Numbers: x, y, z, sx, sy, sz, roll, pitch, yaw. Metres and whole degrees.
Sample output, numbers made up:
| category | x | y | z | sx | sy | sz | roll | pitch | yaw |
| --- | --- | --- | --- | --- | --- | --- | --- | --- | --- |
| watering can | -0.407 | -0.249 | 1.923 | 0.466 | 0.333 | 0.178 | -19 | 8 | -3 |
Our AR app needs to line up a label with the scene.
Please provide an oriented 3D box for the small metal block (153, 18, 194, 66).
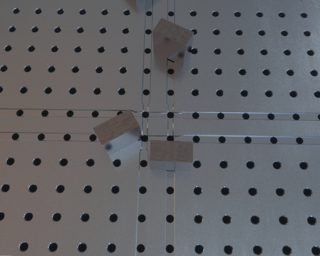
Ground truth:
| category | x | y | z | sx | sy | sz | roll | pitch | yaw |
| --- | --- | --- | --- | --- | --- | --- | --- | --- | --- |
| small metal block | 0.018 | -0.122 | 0.443 | 0.050 | 0.050 | 0.025 | 27 | 73 | 9 |

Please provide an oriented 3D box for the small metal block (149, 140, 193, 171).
| category | x | y | z | sx | sy | sz | roll | pitch | yaw |
| --- | --- | --- | --- | --- | --- | --- | --- | --- | --- |
| small metal block | 0.014 | 0.035 | 0.386 | 0.050 | 0.050 | 0.025 | 2 | 70 | 1 |

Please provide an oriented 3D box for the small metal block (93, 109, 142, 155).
| category | x | y | z | sx | sy | sz | roll | pitch | yaw |
| --- | --- | --- | --- | --- | --- | --- | --- | --- | --- |
| small metal block | -0.052 | 0.007 | 0.396 | 0.050 | 0.050 | 0.025 | -28 | 73 | -10 |

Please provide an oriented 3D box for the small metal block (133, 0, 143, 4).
| category | x | y | z | sx | sy | sz | roll | pitch | yaw |
| --- | --- | --- | --- | --- | --- | --- | --- | --- | --- |
| small metal block | -0.033 | -0.236 | 0.498 | 0.050 | 0.025 | 0.050 | -36 | 74 | -12 |
